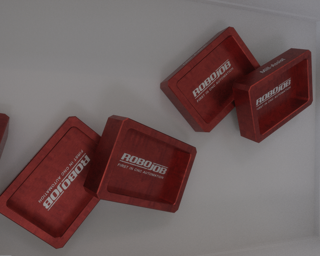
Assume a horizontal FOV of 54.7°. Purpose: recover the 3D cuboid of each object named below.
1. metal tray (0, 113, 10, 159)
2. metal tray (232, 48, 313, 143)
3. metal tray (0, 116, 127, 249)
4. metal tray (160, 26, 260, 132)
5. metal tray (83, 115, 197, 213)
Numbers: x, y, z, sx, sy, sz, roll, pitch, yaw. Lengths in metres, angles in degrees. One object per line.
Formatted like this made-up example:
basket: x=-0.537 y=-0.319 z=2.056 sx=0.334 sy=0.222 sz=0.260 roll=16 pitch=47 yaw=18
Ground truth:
metal tray: x=-0.200 y=0.027 z=0.284 sx=0.091 sy=0.130 sz=0.030 roll=10 pitch=122 yaw=-20
metal tray: x=0.166 y=-0.048 z=0.446 sx=0.131 sy=0.030 sz=0.090 roll=-31 pitch=122 yaw=-22
metal tray: x=-0.112 y=0.061 z=0.366 sx=0.090 sy=0.030 sz=0.130 roll=41 pitch=77 yaw=-16
metal tray: x=0.076 y=-0.067 z=0.435 sx=0.130 sy=0.030 sz=0.090 roll=-43 pitch=104 yaw=-15
metal tray: x=-0.017 y=0.047 z=0.375 sx=0.131 sy=0.030 sz=0.090 roll=25 pitch=81 yaw=-42
